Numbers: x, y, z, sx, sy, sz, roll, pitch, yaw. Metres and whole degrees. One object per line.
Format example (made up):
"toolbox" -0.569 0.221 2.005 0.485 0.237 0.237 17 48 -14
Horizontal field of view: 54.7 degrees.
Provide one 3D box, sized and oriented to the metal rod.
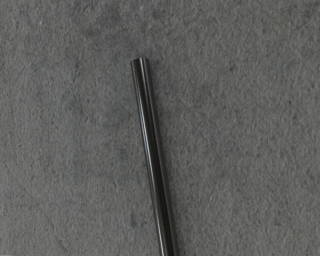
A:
"metal rod" -0.004 0.057 0.409 0.025 0.025 0.298 -10 87 19
